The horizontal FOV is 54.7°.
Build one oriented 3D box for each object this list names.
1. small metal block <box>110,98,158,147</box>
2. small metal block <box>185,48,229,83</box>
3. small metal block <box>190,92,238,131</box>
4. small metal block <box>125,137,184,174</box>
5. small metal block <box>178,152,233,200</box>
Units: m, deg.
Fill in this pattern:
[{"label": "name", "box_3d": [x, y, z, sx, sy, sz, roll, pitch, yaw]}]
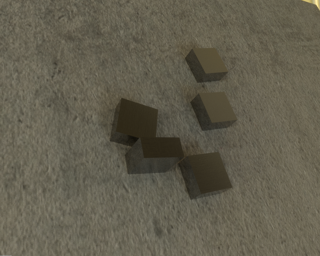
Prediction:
[{"label": "small metal block", "box_3d": [-0.032, -0.004, 0.390, 0.050, 0.025, 0.050, 17, 55, -19]}, {"label": "small metal block", "box_3d": [0.077, -0.104, 0.511, 0.050, 0.025, 0.050, -11, 68, -33]}, {"label": "small metal block", "box_3d": [0.081, -0.026, 0.465, 0.050, 0.025, 0.050, -7, 65, -32]}, {"label": "small metal block", "box_3d": [-0.008, 0.033, 0.365, 0.050, 0.050, 0.025, 2, 61, -28]}, {"label": "small metal block", "box_3d": [0.058, 0.061, 0.400, 0.050, 0.025, 0.050, -4, 64, -30]}]
